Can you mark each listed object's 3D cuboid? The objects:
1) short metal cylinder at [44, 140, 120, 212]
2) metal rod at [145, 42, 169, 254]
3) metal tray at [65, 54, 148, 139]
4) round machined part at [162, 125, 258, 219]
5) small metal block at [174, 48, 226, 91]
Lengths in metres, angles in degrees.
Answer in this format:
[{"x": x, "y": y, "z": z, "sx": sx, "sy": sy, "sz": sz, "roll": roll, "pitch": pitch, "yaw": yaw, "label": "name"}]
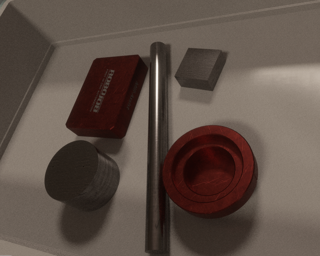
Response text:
[{"x": -0.100, "y": 0.062, "z": 0.402, "sx": 0.080, "sy": 0.050, "sz": 0.080, "roll": -13, "pitch": 56, "yaw": 20, "label": "short metal cylinder"}, {"x": -0.003, "y": 0.003, "z": 0.404, "sx": 0.025, "sy": 0.025, "sz": 0.299, "roll": -13, "pitch": 56, "yaw": 21, "label": "metal rod"}, {"x": -0.079, "y": -0.049, "z": 0.473, "sx": 0.090, "sy": 0.030, "sz": 0.130, "roll": 3, "pitch": 63, "yaw": 29, "label": "metal tray"}, {"x": 0.056, "y": 0.049, "z": 0.335, "sx": 0.098, "sy": 0.042, "sz": 0.098, "roll": -13, "pitch": 56, "yaw": 20, "label": "round machined part"}, {"x": 0.056, "y": -0.081, "z": 0.425, "sx": 0.050, "sy": 0.025, "sz": 0.050, "roll": 13, "pitch": 68, "yaw": 33, "label": "small metal block"}]
